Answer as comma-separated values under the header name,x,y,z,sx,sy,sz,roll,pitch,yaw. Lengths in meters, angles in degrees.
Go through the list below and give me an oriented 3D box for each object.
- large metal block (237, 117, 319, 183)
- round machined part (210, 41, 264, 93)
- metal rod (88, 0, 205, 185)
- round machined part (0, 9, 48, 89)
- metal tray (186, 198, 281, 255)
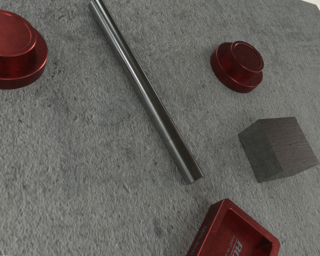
name,x,y,z,sx,sy,sz,roll,pitch,yaw
large metal block,0.177,0.031,0.466,0.081,0.050,0.080,-4,64,-31
round machined part,0.141,-0.113,0.540,0.099,0.042,0.098,14,56,-21
metal rod,-0.025,-0.060,0.427,0.025,0.025,0.299,-18,72,-35
round machined part,-0.180,-0.096,0.355,0.099,0.042,0.098,14,56,-21
metal tray,0.077,0.157,0.347,0.090,0.030,0.131,40,51,-2
